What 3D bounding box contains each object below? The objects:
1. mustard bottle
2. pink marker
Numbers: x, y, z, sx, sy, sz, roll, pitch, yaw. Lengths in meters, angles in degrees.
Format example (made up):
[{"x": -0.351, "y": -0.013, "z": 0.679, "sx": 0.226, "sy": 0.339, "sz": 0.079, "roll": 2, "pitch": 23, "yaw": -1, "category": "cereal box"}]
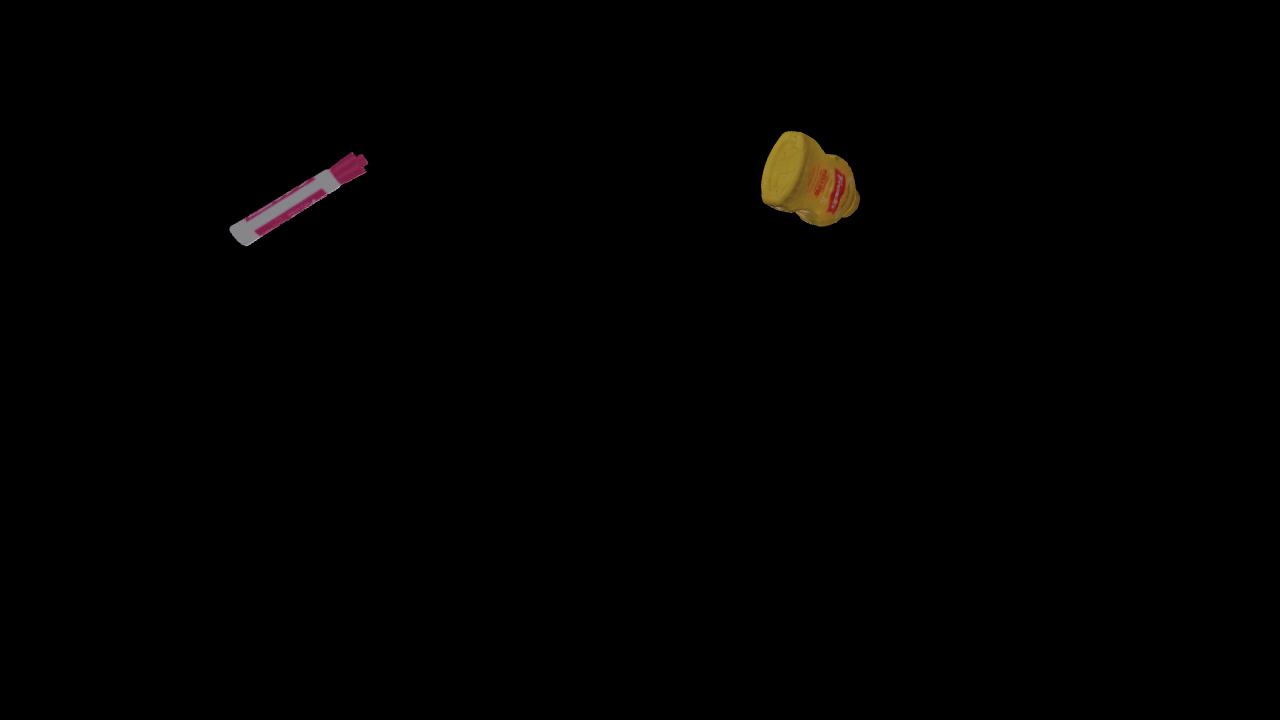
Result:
[{"x": 0.230, "y": -0.220, "z": 0.787, "sx": 0.184, "sy": 0.092, "sz": 0.054, "roll": 7, "pitch": 9, "yaw": -45, "category": "mustard bottle"}, {"x": -0.279, "y": -0.134, "z": 0.507, "sx": 0.121, "sy": 0.020, "sz": 0.020, "roll": -34, "pitch": 3, "yaw": -4, "category": "pink marker"}]
